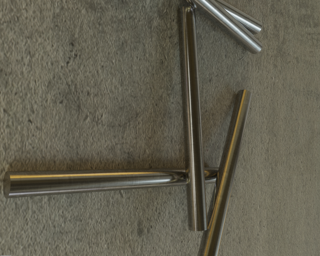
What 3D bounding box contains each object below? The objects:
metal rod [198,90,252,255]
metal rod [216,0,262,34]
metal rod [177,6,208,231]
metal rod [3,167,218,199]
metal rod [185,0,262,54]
[{"bbox_3d":[0.097,0.066,0.453,0.025,0.025,0.300,41,55,-33],"label":"metal rod"},{"bbox_3d":[0.053,-0.192,0.448,0.302,0.025,0.025,7,85,-40],"label":"metal rod"},{"bbox_3d":[0.043,-0.017,0.418,0.025,0.025,0.298,3,82,-40],"label":"metal rod"},{"bbox_3d":[-0.026,0.062,0.382,0.302,0.025,0.025,5,87,-40],"label":"metal rod"},{"bbox_3d":[0.067,-0.172,0.437,0.302,0.025,0.025,16,80,-46],"label":"metal rod"}]
